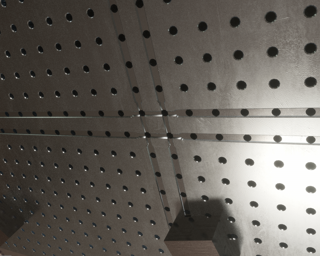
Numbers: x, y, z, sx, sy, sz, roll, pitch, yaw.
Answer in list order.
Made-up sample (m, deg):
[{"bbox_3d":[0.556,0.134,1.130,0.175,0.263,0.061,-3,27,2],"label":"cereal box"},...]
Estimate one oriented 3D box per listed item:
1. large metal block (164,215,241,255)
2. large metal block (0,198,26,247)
[{"bbox_3d":[0.065,0.183,0.473,0.080,0.050,0.080,-15,111,34],"label":"large metal block"},{"bbox_3d":[-0.375,0.224,0.727,0.080,0.050,0.080,46,129,-5],"label":"large metal block"}]
